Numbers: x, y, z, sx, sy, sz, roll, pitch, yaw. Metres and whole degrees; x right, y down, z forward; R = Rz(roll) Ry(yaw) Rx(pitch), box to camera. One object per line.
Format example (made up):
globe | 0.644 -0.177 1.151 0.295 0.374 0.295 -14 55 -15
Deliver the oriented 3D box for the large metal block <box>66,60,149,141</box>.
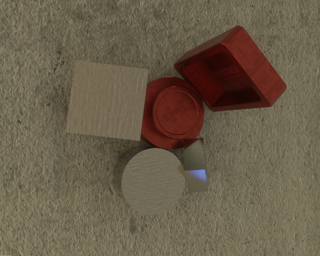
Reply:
large metal block | -0.058 -0.029 0.363 0.081 0.050 0.080 7 88 -3

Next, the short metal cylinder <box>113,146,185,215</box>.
short metal cylinder | -0.015 0.064 0.393 0.081 0.050 0.079 0 90 -21

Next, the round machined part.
round machined part | 0.016 -0.020 0.409 0.099 0.042 0.097 0 90 -21

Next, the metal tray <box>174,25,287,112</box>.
metal tray | 0.079 -0.065 0.384 0.030 0.130 0.090 -46 105 -14

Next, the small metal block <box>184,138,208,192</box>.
small metal block | 0.047 0.049 0.404 0.025 0.050 0.050 -5 137 10
